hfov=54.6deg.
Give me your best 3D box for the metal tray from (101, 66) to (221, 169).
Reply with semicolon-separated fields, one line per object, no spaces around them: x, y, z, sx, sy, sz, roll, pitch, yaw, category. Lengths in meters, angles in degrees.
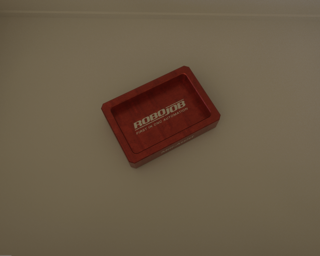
0.001;-0.016;0.410;0.131;0.030;0.090;-27;73;-10;metal tray
